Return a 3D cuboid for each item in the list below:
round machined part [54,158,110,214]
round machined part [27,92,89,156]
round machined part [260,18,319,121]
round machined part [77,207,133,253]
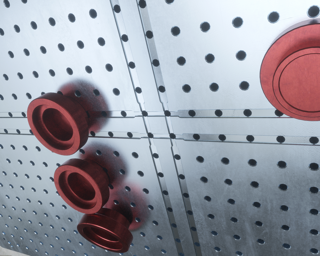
[{"bbox_3d":[-0.126,0.093,0.523,0.098,0.042,0.097,12,121,22],"label":"round machined part"},{"bbox_3d":[-0.149,-0.010,0.474,0.098,0.042,0.097,13,124,21],"label":"round machined part"},{"bbox_3d":[0.145,-0.049,0.293,0.098,0.042,0.097,13,124,21],"label":"round machined part"},{"bbox_3d":[-0.093,0.177,0.549,0.098,0.042,0.097,14,139,13],"label":"round machined part"}]
